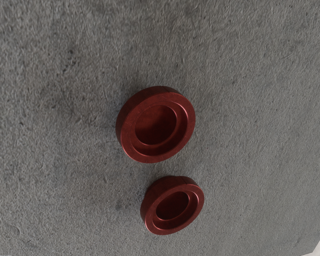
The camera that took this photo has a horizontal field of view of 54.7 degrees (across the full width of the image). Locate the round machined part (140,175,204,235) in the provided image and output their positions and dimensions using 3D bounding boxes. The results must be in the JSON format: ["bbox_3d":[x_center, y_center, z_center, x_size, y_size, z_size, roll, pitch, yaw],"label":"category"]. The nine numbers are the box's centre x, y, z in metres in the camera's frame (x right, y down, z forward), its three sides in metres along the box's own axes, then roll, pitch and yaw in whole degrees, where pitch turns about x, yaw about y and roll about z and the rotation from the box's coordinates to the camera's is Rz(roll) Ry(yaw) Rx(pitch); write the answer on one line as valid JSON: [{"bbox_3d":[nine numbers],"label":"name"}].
[{"bbox_3d":[0.015,0.112,0.473,0.099,0.042,0.097,-14,124,-21],"label":"round machined part"}]

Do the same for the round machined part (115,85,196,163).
[{"bbox_3d":[-0.009,-0.008,0.386,0.099,0.042,0.097,-14,124,-21],"label":"round machined part"}]
